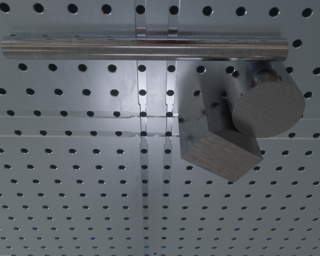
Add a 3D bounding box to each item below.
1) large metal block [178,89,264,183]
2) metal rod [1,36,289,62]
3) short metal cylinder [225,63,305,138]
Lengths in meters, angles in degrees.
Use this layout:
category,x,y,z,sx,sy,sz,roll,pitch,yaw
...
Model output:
category,x,y,z,sx,sy,sz,roll,pitch,yaw
large metal block,0.071,0.010,0.385,0.080,0.080,0.050,27,125,-21
metal rod,-0.015,-0.086,0.337,0.302,0.025,0.025,0,130,-1
short metal cylinder,0.122,-0.034,0.368,0.081,0.050,0.079,0,130,0
